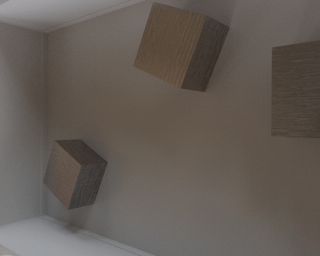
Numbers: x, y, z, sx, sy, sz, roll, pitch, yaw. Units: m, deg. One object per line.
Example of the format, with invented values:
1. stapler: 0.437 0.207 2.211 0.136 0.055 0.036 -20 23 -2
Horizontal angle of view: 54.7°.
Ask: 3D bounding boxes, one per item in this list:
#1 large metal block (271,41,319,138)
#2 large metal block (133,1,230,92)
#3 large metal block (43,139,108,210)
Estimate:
1. large metal block: 0.146 -0.032 0.270 0.080 0.050 0.080 1 91 40
2. large metal block: 0.024 -0.096 0.371 0.080 0.050 0.079 31 109 35
3. large metal block: -0.140 0.073 0.507 0.080 0.050 0.079 33 110 35
